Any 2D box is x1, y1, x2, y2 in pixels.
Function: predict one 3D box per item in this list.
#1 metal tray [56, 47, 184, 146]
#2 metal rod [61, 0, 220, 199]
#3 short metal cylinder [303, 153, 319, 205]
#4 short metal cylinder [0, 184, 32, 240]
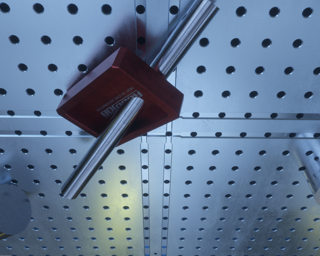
[{"bbox_3d":[-0.049,-0.027,0.357,0.090,0.030,0.130,36,140,-27],"label":"metal tray"},{"bbox_3d":[-0.037,-0.019,0.365,0.025,0.025,0.299,29,115,-22],"label":"metal rod"},{"bbox_3d":[0.264,0.076,0.462,0.081,0.050,0.079,0,130,0],"label":"short metal cylinder"},{"bbox_3d":[-0.253,0.134,0.487,0.050,0.080,0.080,-23,127,18],"label":"short metal cylinder"}]
